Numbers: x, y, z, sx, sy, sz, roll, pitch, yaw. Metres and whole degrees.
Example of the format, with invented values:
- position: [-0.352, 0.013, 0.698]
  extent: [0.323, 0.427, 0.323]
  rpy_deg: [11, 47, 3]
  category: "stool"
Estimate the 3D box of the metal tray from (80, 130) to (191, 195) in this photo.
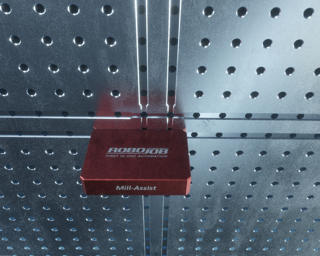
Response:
- position: [-0.029, 0.043, 0.404]
  extent: [0.131, 0.090, 0.030]
  rpy_deg: [0, 130, -1]
  category: "metal tray"
